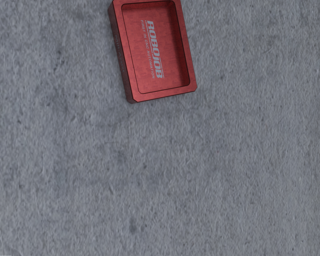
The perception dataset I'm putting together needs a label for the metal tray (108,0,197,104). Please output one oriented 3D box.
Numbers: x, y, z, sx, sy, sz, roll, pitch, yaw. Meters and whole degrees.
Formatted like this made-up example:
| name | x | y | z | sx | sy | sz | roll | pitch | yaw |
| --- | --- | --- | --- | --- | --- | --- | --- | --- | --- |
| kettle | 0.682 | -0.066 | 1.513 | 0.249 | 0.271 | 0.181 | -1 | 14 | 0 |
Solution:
| name | x | y | z | sx | sy | sz | roll | pitch | yaw |
| --- | --- | --- | --- | --- | --- | --- | --- | --- | --- |
| metal tray | -0.009 | -0.103 | 0.403 | 0.091 | 0.030 | 0.129 | -13 | 95 | -20 |
